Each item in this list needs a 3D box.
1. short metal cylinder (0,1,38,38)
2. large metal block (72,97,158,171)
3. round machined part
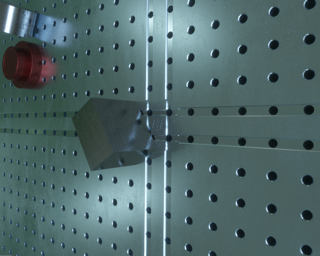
[{"bbox_3d":[-0.290,-0.217,0.613,0.080,0.081,0.050,32,110,35],"label":"short metal cylinder"},{"bbox_3d":[-0.062,0.008,0.425,0.050,0.081,0.080,-39,66,33],"label":"large metal block"},{"bbox_3d":[-0.288,-0.130,0.636,0.098,0.042,0.097,0,90,40],"label":"round machined part"}]
